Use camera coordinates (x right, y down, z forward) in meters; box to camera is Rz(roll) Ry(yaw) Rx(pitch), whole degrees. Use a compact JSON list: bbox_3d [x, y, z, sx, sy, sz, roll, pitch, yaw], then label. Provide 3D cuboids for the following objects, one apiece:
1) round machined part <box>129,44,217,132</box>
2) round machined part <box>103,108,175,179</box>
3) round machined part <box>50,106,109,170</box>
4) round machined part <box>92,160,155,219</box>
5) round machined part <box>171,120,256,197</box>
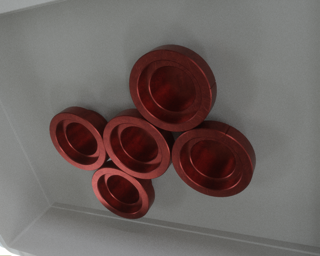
[{"bbox_3d":[0.018,-0.048,0.356,0.098,0.042,0.097,13,124,21],"label":"round machined part"},{"bbox_3d":[-0.023,0.017,0.416,0.098,0.042,0.097,13,124,21],"label":"round machined part"},{"bbox_3d":[-0.111,0.011,0.460,0.098,0.042,0.097,13,124,21],"label":"round machined part"},{"bbox_3d":[-0.052,0.088,0.476,0.098,0.042,0.097,13,124,21],"label":"round machined part"},{"bbox_3d":[0.067,0.033,0.379,0.098,0.042,0.097,13,124,21],"label":"round machined part"}]
